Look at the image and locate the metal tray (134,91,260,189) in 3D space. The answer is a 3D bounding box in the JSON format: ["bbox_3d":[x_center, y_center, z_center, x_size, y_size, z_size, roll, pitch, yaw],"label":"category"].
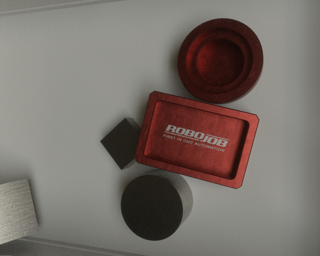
[{"bbox_3d":[0.043,0.013,0.378,0.131,0.030,0.089,14,95,7],"label":"metal tray"}]

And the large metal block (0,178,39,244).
[{"bbox_3d":[-0.231,0.124,0.454,0.050,0.081,0.080,-23,80,59],"label":"large metal block"}]

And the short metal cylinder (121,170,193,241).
[{"bbox_3d":[-0.003,0.096,0.397,0.080,0.050,0.079,0,90,19],"label":"short metal cylinder"}]

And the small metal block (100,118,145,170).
[{"bbox_3d":[-0.045,0.021,0.425,0.050,0.025,0.050,-42,77,15],"label":"small metal block"}]

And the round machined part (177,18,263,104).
[{"bbox_3d":[0.074,-0.077,0.375,0.098,0.042,0.097,0,90,19],"label":"round machined part"}]
